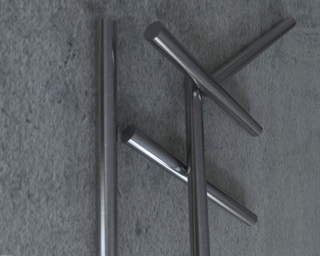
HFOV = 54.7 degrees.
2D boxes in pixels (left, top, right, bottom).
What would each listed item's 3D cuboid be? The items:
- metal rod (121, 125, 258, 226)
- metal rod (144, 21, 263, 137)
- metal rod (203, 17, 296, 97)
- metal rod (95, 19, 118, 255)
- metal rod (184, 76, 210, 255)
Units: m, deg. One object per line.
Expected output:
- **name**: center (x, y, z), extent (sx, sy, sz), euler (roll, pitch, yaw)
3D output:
- **metal rod**: center (0.060, 0.083, 0.457), extent (0.301, 0.025, 0.025), euler (38, 67, -34)
- **metal rod**: center (0.081, -0.051, 0.443), extent (0.301, 0.025, 0.025), euler (32, 70, -46)
- **metal rod**: center (0.165, -0.135, 0.545), extent (0.302, 0.025, 0.025), euler (-38, 114, -34)
- **metal rod**: center (-0.061, 0.029, 0.354), extent (0.025, 0.025, 0.298), euler (0, 90, -40)
- **metal rod**: center (0.049, 0.071, 0.411), extent (0.025, 0.025, 0.299), euler (11, 71, -40)
